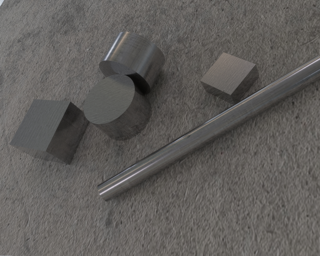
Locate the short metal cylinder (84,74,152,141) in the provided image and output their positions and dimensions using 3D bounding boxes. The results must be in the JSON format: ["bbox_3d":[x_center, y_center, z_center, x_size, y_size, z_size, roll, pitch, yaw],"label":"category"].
[{"bbox_3d":[-0.059,-0.028,0.436,0.080,0.050,0.080,-13,56,21],"label":"short metal cylinder"}]

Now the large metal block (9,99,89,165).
[{"bbox_3d":[-0.166,0.005,0.472,0.080,0.050,0.080,6,65,31],"label":"large metal block"}]

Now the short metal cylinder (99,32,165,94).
[{"bbox_3d":[-0.039,-0.091,0.445,0.080,0.080,0.050,14,69,34],"label":"short metal cylinder"}]

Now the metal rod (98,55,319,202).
[{"bbox_3d":[0.057,0.005,0.370,0.300,0.025,0.025,-31,52,8],"label":"metal rod"}]

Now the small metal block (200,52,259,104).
[{"bbox_3d":[0.089,-0.063,0.396,0.050,0.025,0.050,34,81,38],"label":"small metal block"}]
